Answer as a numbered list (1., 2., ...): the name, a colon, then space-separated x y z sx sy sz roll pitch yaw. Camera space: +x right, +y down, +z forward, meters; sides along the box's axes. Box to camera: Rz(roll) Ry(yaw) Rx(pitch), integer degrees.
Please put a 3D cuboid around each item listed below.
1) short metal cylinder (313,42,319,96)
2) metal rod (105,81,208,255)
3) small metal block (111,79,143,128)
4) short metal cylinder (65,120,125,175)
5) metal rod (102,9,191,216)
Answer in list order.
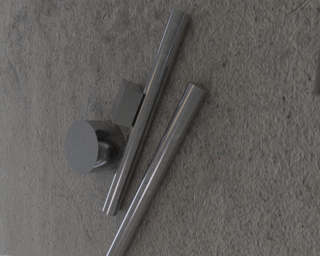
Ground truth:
1. short metal cylinder: 0.163 -0.047 0.234 0.080 0.081 0.050 9 96 39
2. metal rod: -0.014 0.077 0.416 0.025 0.025 0.298 39 113 33
3. small metal block: -0.047 -0.035 0.428 0.050 0.025 0.050 -115 45 -64
4. short metal cylinder: -0.100 0.028 0.471 0.080 0.050 0.080 0 90 40
5. metal rod: -0.024 -0.009 0.424 0.025 0.025 0.298 33 110 35
